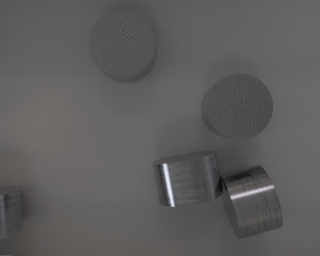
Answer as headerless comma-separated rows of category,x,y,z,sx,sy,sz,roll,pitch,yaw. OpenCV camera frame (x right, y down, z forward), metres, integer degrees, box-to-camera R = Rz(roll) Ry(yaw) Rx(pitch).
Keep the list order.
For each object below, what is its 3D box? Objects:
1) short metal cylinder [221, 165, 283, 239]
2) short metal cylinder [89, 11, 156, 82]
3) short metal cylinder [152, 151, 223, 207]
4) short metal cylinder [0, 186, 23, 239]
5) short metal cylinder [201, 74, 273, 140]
short metal cylinder,0.109,0.091,0.385,0.050,0.080,0.080,-15,90,0
short metal cylinder,-0.046,-0.102,0.398,0.081,0.050,0.080,0,90,0
short metal cylinder,0.034,0.061,0.384,0.080,0.080,0.050,-10,90,0
short metal cylinder,-0.214,0.105,0.382,0.080,0.080,0.050,-4,90,0
short metal cylinder,0.097,-0.026,0.399,0.081,0.050,0.080,0,90,0
